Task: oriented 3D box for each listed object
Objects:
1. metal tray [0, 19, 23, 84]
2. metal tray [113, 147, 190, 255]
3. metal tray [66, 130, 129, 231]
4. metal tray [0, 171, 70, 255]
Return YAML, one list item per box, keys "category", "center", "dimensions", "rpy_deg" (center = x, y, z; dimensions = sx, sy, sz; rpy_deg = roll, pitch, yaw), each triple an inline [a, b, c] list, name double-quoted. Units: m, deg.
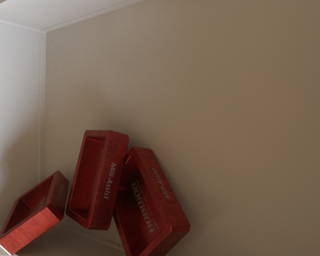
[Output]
- category: "metal tray"
  center: [-0.350, -0.173, 0.689]
  dimensions: [0.090, 0.030, 0.129]
  rpy_deg: [25, 105, 37]
- category: "metal tray"
  center: [-0.023, 0.100, 0.400]
  dimensions: [0.090, 0.030, 0.130]
  rpy_deg: [-53, 45, 26]
- category: "metal tray"
  center: [-0.091, 0.069, 0.441]
  dimensions: [0.090, 0.030, 0.129]
  rpy_deg: [0, 76, 55]
- category: "metal tray"
  center: [-0.192, 0.125, 0.484]
  dimensions: [0.090, 0.130, 0.030]
  rpy_deg: [-35, 109, -2]
